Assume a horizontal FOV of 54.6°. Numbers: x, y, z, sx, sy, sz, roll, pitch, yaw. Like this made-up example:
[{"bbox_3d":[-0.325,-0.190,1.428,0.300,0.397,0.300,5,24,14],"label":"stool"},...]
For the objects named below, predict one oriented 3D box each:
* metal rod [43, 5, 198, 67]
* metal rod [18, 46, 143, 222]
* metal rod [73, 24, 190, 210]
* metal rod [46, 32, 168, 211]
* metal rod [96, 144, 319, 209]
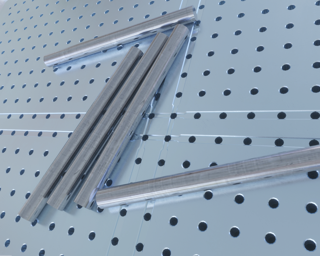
[{"bbox_3d":[-0.081,-0.156,0.548,0.300,0.025,0.025,-11,57,22],"label":"metal rod"},{"bbox_3d":[-0.112,0.000,0.468,0.025,0.025,0.300,20,72,36],"label":"metal rod"},{"bbox_3d":[-0.033,-0.027,0.442,0.025,0.025,0.300,17,70,35],"label":"metal rod"},{"bbox_3d":[-0.068,-0.019,0.456,0.025,0.025,0.300,20,72,35],"label":"metal rod"},{"bbox_3d":[0.063,0.054,0.342,0.300,0.025,0.025,-15,56,20],"label":"metal rod"}]
